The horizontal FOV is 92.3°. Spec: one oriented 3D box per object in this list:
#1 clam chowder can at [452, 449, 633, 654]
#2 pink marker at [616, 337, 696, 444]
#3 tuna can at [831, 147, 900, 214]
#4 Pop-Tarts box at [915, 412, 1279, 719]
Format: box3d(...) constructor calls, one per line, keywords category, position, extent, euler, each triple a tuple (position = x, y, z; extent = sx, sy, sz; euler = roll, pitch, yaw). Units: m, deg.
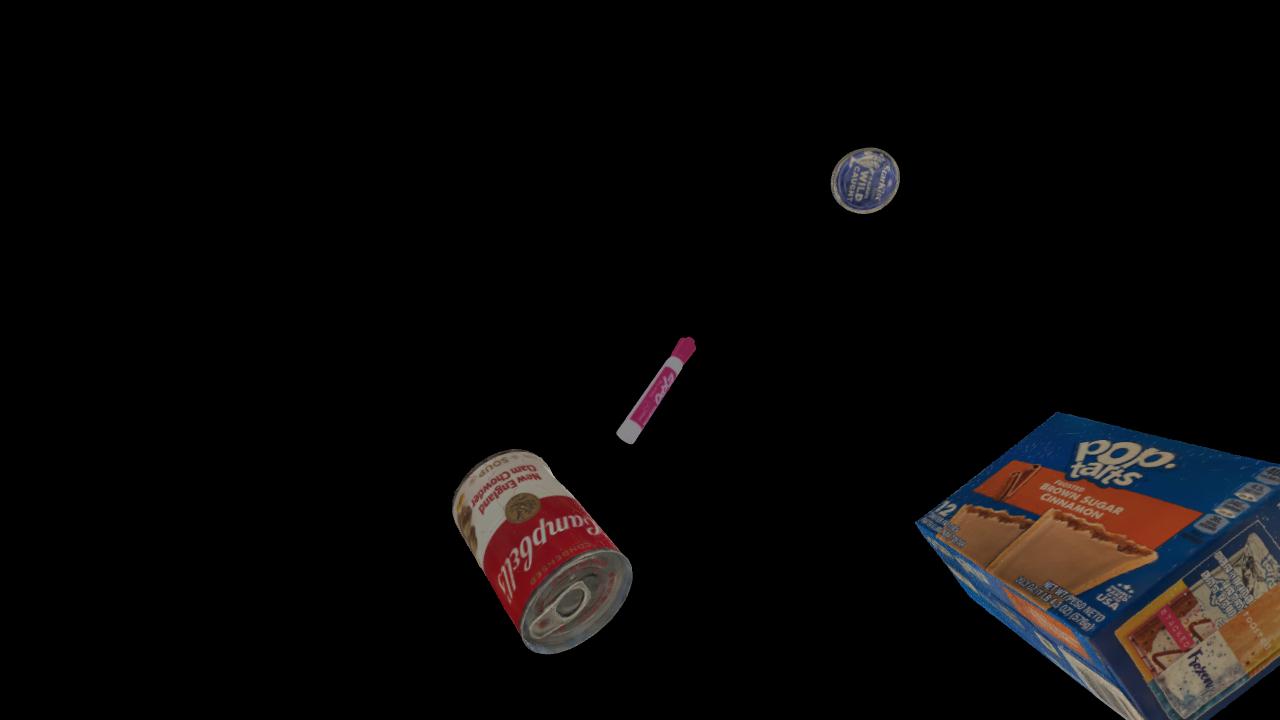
box3d(category="clam chowder can", position=(-0.060, 0.106, 0.357), extent=(0.068, 0.068, 0.102), euler=(0, 25, -39))
box3d(category="pink marker", position=(0.018, 0.025, 0.574), extent=(0.020, 0.121, 0.020), euler=(29, -25, 15))
box3d(category="tuna can", position=(0.298, -0.238, 0.818), extent=(0.084, 0.084, 0.034), euler=(0, 18, 9))
box3d(category="Pop-Tarts box", position=(0.291, 0.118, 0.388), extent=(0.141, 0.083, 0.167), euler=(-37, 7, 0))
